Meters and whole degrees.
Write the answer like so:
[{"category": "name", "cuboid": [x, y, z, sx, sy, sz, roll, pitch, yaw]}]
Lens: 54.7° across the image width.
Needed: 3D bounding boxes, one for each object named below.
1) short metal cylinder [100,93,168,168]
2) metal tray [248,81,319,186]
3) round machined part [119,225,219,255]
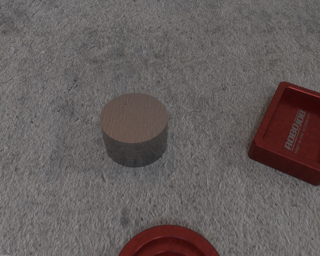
[{"category": "short metal cylinder", "cuboid": [-0.031, 0.002, 0.385, 0.081, 0.050, 0.080, 0, 50, 0]}, {"category": "metal tray", "cuboid": [0.180, 0.001, 0.401, 0.090, 0.030, 0.130, 24, 54, 18]}, {"category": "round machined part", "cuboid": [0.008, 0.141, 0.274, 0.099, 0.042, 0.098, 0, 50, 0]}]
